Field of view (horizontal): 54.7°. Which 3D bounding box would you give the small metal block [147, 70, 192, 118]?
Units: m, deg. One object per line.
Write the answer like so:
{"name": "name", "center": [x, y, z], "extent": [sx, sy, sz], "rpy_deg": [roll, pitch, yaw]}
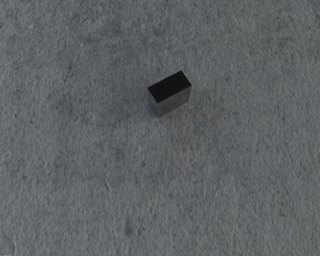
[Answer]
{"name": "small metal block", "center": [0.012, -0.044, 0.411], "extent": [0.050, 0.050, 0.025], "rpy_deg": [-29, 73, -10]}
